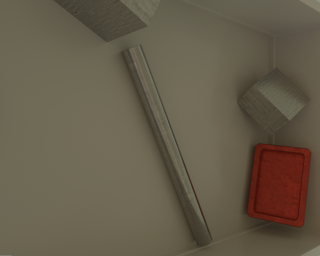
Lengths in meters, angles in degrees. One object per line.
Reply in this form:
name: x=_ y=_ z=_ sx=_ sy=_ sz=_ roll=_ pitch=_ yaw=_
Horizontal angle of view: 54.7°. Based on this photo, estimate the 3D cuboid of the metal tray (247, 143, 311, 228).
metal tray: x=0.207 y=0.097 z=0.538 sx=0.030 sy=0.090 sz=0.129 roll=25 pitch=73 yaw=-62

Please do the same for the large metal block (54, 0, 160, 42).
large metal block: x=-0.056 y=-0.143 z=0.325 sx=0.080 sy=0.080 sz=0.050 roll=34 pitch=69 yaw=-35

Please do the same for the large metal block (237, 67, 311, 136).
large metal block: x=0.196 y=-0.047 z=0.534 sx=0.081 sy=0.050 sz=0.080 roll=-34 pitch=77 yaw=-35

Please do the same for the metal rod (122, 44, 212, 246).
metal rod: x=0.016 y=0.035 z=0.422 sx=0.025 sy=0.025 sz=0.298 roll=-33 pitch=111 yaw=-35
